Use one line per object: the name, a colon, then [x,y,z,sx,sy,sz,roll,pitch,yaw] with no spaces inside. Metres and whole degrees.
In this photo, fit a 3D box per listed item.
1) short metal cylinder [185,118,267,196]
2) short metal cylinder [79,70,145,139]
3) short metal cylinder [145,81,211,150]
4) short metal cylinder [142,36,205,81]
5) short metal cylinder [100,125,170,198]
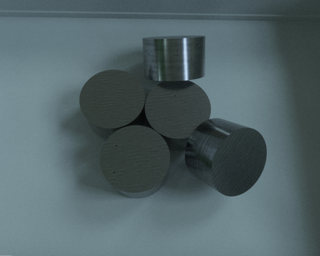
short metal cylinder: [0.077,0.032,0.362,0.081,0.050,0.079,-9,108,-28]
short metal cylinder: [-0.059,-0.029,0.404,0.081,0.050,0.080,0,70,0]
short metal cylinder: [0.022,-0.016,0.400,0.081,0.050,0.080,0,70,0]
short metal cylinder: [0.019,-0.093,0.405,0.081,0.080,0.050,-3,109,-1]
short metal cylinder: [-0.029,0.042,0.378,0.081,0.050,0.080,0,70,0]
